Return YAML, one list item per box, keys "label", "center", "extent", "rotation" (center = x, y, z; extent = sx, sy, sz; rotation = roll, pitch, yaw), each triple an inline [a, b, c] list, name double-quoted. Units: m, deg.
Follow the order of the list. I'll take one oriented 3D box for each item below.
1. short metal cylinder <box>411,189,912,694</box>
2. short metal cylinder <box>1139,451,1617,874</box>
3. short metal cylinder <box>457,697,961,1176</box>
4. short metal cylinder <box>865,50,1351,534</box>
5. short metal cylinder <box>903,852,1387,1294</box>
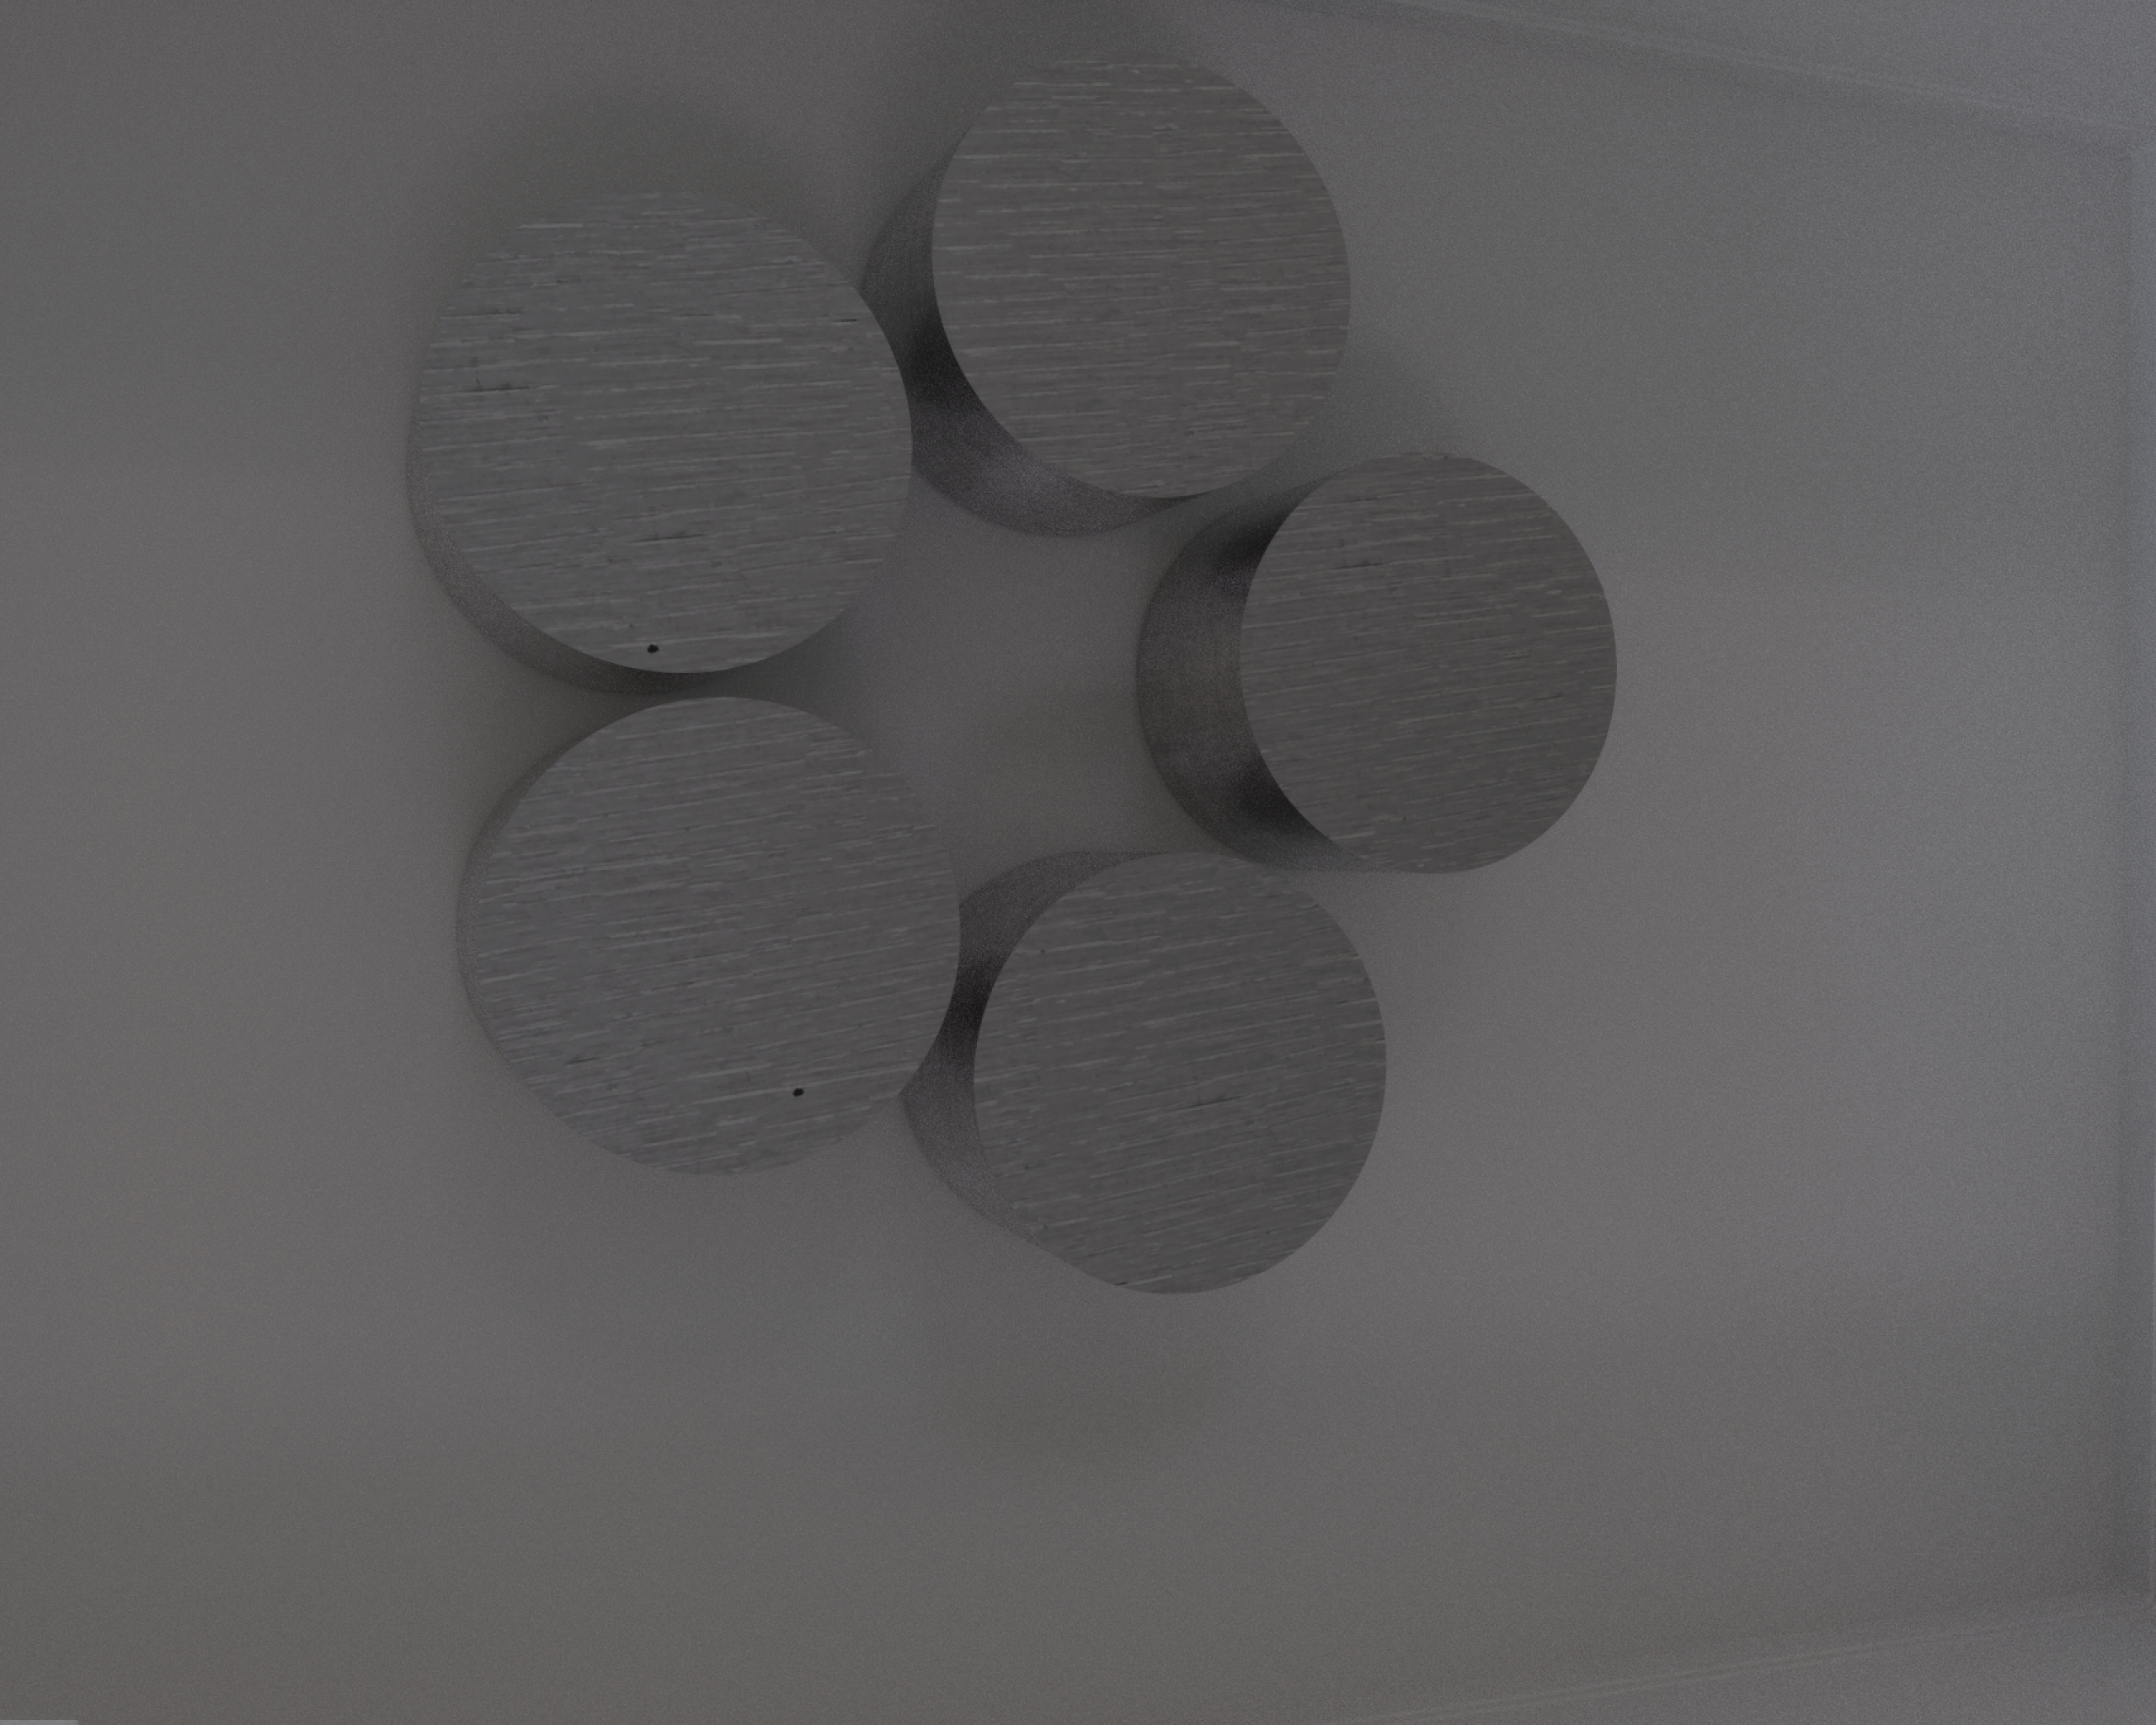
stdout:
- label: "short metal cylinder"
  center: [-0.075, -0.071, 0.367]
  extent: [0.081, 0.050, 0.080]
  rotation: [0, 90, -20]
- label: "short metal cylinder"
  center: [0.059, -0.038, 0.416]
  extent: [0.081, 0.050, 0.080]
  rotation: [0, 90, -20]
- label: "short metal cylinder"
  center: [-0.067, 0.012, 0.370]
  extent: [0.081, 0.050, 0.080]
  rotation: [0, 90, -20]
- label: "short metal cylinder"
  center: [0.004, -0.105, 0.396]
  extent: [0.081, 0.050, 0.080]
  rotation: [0, 90, -20]
- label: "short metal cylinder"
  center: [0.011, 0.038, 0.399]
  extent: [0.081, 0.050, 0.080]
  rotation: [0, 90, -20]
